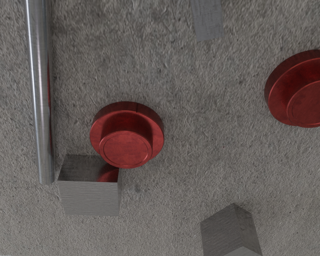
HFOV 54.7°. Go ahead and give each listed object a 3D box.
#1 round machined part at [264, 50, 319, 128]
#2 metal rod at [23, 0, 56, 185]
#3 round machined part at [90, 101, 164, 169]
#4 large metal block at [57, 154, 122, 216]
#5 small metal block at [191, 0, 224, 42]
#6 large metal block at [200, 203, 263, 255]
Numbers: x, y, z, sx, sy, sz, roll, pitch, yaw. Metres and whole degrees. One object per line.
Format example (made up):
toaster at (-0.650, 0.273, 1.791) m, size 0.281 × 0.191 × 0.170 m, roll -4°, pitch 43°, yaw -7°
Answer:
round machined part at (0.178, -0.039, 0.365) m, size 0.099 × 0.042 × 0.097 m, roll 0°, pitch 130°, yaw 0°
metal rod at (-0.142, -0.035, 0.375) m, size 0.025 × 0.025 × 0.298 m, roll 9°, pitch 130°, yaw -7°
round machined part at (-0.043, 0.016, 0.409) m, size 0.099 × 0.042 × 0.097 m, roll 0°, pitch 130°, yaw 0°
large metal block at (-0.101, 0.087, 0.463) m, size 0.081 × 0.050 × 0.079 m, roll 2°, pitch 130°, yaw -3°
small metal block at (0.042, -0.117, 0.291) m, size 0.025 × 0.050 × 0.050 m, roll -10°, pitch 130°, yaw 8°
large metal block at (0.119, 0.190, 0.534) m, size 0.050 × 0.080 × 0.080 m, roll 34°, pitch 122°, yaw -25°
